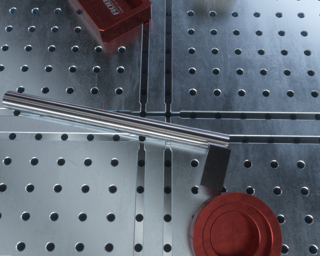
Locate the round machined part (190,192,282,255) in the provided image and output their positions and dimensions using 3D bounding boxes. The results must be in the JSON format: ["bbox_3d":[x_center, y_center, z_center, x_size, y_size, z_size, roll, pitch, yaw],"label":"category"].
[{"bbox_3d":[0.083,0.122,0.353,0.099,0.042,0.097,1,80,-4],"label":"round machined part"}]

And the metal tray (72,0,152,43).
[{"bbox_3d":[-0.084,-0.206,0.483,0.090,0.030,0.130,-33,74,-12],"label":"metal tray"}]

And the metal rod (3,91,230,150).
[{"bbox_3d":[-0.060,-0.009,0.414,0.302,0.025,0.025,11,70,3],"label":"metal rod"}]

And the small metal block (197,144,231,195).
[{"bbox_3d":[0.065,0.054,0.379,0.025,0.050,0.050,15,70,8],"label":"small metal block"}]
